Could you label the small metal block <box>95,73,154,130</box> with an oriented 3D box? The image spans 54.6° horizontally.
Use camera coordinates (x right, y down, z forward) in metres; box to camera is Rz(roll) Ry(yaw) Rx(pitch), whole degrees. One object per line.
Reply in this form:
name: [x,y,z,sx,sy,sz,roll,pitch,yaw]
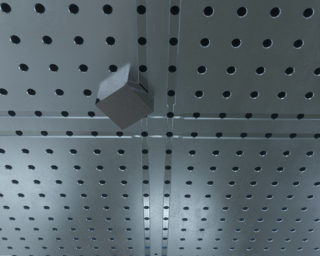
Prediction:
small metal block: [-0.043,-0.032,0.384,0.050,0.025,0.050,-29,125,22]
